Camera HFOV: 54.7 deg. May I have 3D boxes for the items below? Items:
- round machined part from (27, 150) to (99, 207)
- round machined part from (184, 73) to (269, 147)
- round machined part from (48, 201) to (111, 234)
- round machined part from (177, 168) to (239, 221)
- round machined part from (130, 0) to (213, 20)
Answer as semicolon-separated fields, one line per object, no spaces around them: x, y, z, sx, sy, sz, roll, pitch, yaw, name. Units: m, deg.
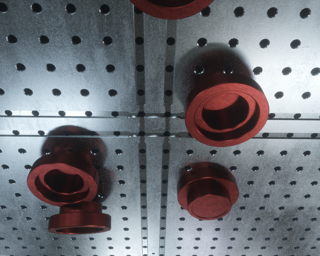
-0.139;0.071;0.459;0.099;0.042;0.097;0;130;0;round machined part
0.079;-0.026;0.380;0.099;0.042;0.097;-1;130;0;round machined part
-0.130;0.146;0.508;0.099;0.042;0.098;-3;155;-1;round machined part
0.077;0.112;0.497;0.099;0.042;0.097;-1;130;0;round machined part
0.010;-0.151;0.272;0.099;0.042;0.097;-1;130;0;round machined part
